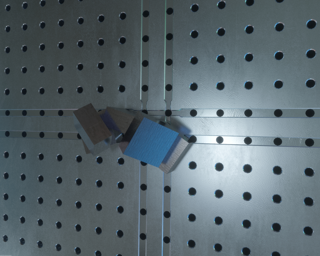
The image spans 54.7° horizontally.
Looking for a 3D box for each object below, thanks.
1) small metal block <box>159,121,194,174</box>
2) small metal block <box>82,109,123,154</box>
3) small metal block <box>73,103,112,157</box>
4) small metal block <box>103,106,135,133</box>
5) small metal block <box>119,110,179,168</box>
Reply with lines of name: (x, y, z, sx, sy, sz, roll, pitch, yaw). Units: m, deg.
small metal block: (0.007, 0.024, 0.409, 0.050, 0.025, 0.050, 37, 102, 16)
small metal block: (-0.085, 0.005, 0.441, 0.050, 0.025, 0.050, -20, 83, 18)
small metal block: (-0.087, 0.003, 0.399, 0.025, 0.050, 0.050, -30, 78, -22)
small metal block: (-0.041, -0.008, 0.413, 0.050, 0.050, 0.025, 20, 97, 18)
small metal block: (-0.014, 0.014, 0.375, 0.050, 0.025, 0.050, 25, 101, -27)
